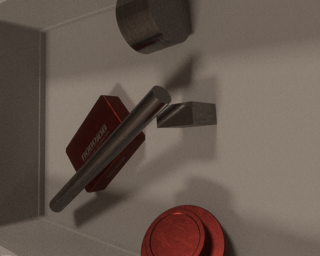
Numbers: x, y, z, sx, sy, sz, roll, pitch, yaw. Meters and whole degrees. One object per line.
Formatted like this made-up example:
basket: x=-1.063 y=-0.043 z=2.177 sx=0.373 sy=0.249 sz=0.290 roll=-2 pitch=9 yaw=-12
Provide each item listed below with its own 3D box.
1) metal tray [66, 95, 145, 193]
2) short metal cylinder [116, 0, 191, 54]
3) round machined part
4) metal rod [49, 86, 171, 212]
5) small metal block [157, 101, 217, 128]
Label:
metal tray: x=-0.088 y=0.025 z=0.474 sx=0.129 sy=0.030 sz=0.090 roll=-50 pitch=61 yaw=27
short metal cylinder: x=-0.006 y=-0.135 z=0.375 sx=0.050 sy=0.081 sz=0.080 roll=-8 pitch=85 yaw=39
round machined part: x=0.023 y=0.129 z=0.341 sx=0.098 sy=0.042 sz=0.098 roll=-15 pitch=44 yaw=16
metal rod: x=-0.084 y=0.046 z=0.424 sx=0.299 sy=0.025 sz=0.025 roll=-44 pitch=64 yaw=37
small metal block: x=0.031 y=-0.014 z=0.363 sx=0.050 sy=0.050 sz=0.025 roll=-6 pitch=87 yaw=39
